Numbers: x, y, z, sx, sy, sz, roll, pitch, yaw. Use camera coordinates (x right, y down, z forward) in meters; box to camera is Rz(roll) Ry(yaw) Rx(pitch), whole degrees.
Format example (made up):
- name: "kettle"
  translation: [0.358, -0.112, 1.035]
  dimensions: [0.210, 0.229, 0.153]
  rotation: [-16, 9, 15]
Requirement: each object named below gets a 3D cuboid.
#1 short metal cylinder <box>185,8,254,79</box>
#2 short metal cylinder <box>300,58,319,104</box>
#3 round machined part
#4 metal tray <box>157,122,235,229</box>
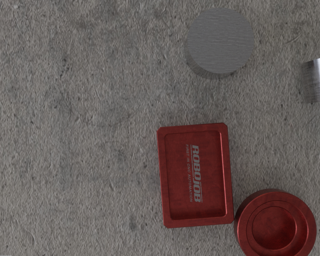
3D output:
- name: "short metal cylinder"
  translation: [0.073, -0.106, 0.398]
  dimensions: [0.081, 0.050, 0.080]
  rotation: [0, 90, 0]
- name: "short metal cylinder"
  translation: [0.220, -0.061, 0.384]
  dimensions: [0.080, 0.080, 0.050]
  rotation: [-8, 90, 0]
- name: "round machined part"
  translation: [0.145, 0.127, 0.403]
  dimensions: [0.099, 0.042, 0.097]
  rotation: [0, 90, 0]
- name: "metal tray"
  translation: [0.045, 0.060, 0.407]
  dimensions: [0.091, 0.030, 0.129]
  rotation: [-4, 90, 0]
